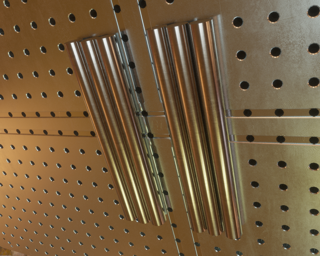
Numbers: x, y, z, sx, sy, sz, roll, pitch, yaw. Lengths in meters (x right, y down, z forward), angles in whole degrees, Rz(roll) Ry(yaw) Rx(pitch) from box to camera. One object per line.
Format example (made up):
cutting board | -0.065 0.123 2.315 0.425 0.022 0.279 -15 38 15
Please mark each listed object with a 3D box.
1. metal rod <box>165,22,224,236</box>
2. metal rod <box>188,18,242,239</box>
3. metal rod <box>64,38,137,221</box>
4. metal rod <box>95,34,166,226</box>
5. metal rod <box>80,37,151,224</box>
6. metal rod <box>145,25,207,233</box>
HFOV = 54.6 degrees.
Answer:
metal rod | 0.050 0.020 0.397 0.025 0.025 0.298 1 119 28
metal rod | 0.074 0.021 0.384 0.025 0.025 0.298 1 119 28
metal rod | -0.079 0.019 0.465 0.025 0.025 0.298 1 119 28
metal rod | -0.034 0.020 0.441 0.025 0.025 0.298 1 119 28
metal rod | -0.056 0.020 0.453 0.025 0.025 0.298 1 119 28
metal rod | 0.028 0.019 0.408 0.025 0.025 0.298 1 119 28
